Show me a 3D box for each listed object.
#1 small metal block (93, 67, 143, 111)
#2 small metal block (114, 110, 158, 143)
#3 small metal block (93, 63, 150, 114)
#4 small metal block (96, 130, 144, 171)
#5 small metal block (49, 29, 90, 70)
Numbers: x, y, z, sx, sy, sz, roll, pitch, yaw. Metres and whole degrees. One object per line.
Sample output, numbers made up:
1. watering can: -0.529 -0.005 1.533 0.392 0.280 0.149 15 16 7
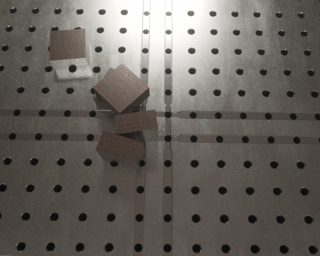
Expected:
1. small metal block: -0.057 -0.049 0.429 0.050 0.025 0.050 22 71 7
2. small metal block: -0.029 0.001 0.398 0.050 0.050 0.025 -8 70 -3
3. small metal block: -0.049 -0.047 0.402 0.050 0.025 0.050 43 75 13
4. small metal block: -0.048 0.030 0.387 0.050 0.050 0.025 18 71 6
5. small metal block: -0.131 -0.115 0.452 0.050 0.025 0.050 -5 70 -2
